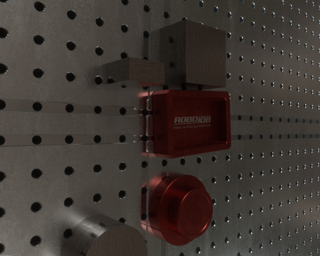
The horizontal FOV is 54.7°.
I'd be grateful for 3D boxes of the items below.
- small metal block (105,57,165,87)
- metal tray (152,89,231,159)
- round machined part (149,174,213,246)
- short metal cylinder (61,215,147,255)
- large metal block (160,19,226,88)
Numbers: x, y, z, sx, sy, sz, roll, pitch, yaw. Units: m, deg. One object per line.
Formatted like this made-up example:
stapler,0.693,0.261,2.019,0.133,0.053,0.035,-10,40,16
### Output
small metal block,-0.030,-0.065,0.369,0.050,0.050,0.025,-1,91,-40
metal tray,0.050,-0.009,0.450,0.131,0.030,0.089,-4,93,-40
round machined part,0.036,0.115,0.431,0.099,0.042,0.097,0,90,-40
short metal cylinder,-0.061,0.142,0.343,0.081,0.050,0.079,0,90,-40
large metal block,0.047,-0.098,0.435,0.081,0.050,0.079,-1,91,-40
